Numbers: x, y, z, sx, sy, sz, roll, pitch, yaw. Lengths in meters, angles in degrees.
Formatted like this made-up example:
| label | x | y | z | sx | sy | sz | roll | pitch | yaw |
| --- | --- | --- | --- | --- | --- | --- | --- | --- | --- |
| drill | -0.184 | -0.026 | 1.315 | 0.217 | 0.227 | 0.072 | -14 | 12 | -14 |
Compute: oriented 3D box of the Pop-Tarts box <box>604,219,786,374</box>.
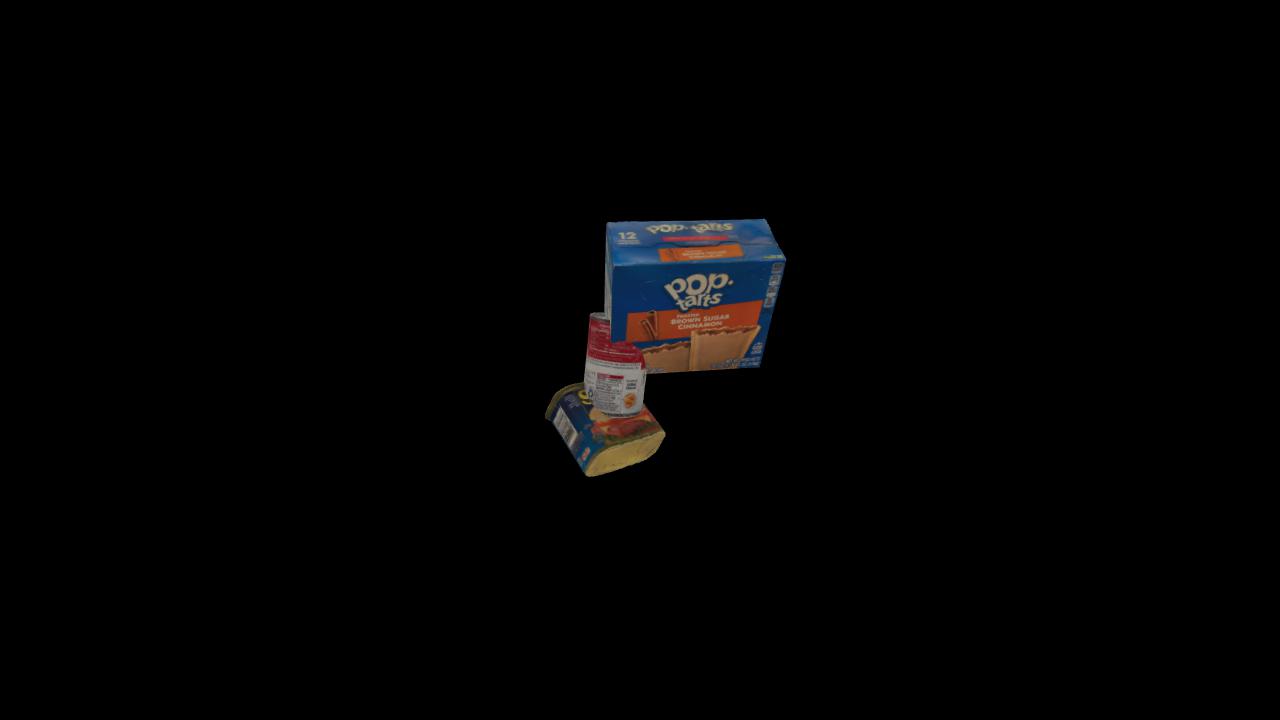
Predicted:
| label | x | y | z | sx | sy | sz | roll | pitch | yaw |
| --- | --- | --- | --- | --- | --- | --- | --- | --- | --- |
| Pop-Tarts box | 0.049 | -0.064 | 0.638 | 0.167 | 0.141 | 0.083 | -3 | 42 | -9 |

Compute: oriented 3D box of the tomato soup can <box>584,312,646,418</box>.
| label | x | y | z | sx | sy | sz | roll | pitch | yaw |
| --- | --- | --- | --- | --- | --- | --- | --- | --- | --- |
| tomato soup can | -0.025 | 0.005 | 0.650 | 0.068 | 0.101 | 0.068 | 6 | 10 | -1 |

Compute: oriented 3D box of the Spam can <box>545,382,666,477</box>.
| label | x | y | z | sx | sy | sz | roll | pitch | yaw |
| --- | --- | --- | --- | --- | --- | --- | --- | --- | --- |
| Spam can | -0.035 | 0.070 | 0.656 | 0.101 | 0.085 | 0.058 | -11 | -38 | -39 |
